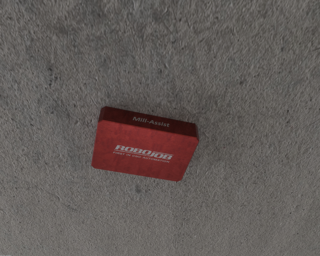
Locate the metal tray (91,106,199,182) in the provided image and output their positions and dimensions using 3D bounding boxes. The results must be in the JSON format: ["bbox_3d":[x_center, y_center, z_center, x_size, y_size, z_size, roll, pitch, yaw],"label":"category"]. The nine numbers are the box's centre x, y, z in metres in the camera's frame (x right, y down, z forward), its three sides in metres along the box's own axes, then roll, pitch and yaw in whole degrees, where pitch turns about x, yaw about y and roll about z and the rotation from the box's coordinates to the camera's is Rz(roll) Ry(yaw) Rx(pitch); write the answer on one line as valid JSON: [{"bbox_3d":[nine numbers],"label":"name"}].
[{"bbox_3d":[-0.022,0.025,0.425,0.131,0.030,0.089,11,129,-9],"label":"metal tray"}]
